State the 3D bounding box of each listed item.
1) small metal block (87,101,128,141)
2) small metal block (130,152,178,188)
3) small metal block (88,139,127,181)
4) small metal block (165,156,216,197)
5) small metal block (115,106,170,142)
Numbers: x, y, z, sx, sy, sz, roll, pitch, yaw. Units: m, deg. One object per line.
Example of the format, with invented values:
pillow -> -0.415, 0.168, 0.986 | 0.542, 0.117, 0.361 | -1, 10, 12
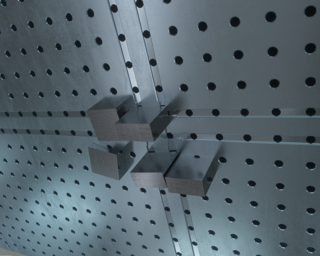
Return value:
small metal block -> -0.069, -0.009, 0.440 | 0.050, 0.025, 0.050 | -2, 118, 29
small metal block -> -0.005, 0.058, 0.432 | 0.050, 0.050, 0.025 | -5, 116, 30
small metal block -> -0.081, 0.049, 0.482 | 0.050, 0.025, 0.050 | 13, 124, 21
small metal block -> 0.042, 0.063, 0.411 | 0.050, 0.050, 0.025 | 1, 119, 27
small metal block -> -0.022, -0.006, 0.401 | 0.050, 0.050, 0.025 | 1, 119, 27
